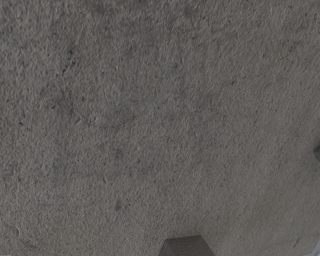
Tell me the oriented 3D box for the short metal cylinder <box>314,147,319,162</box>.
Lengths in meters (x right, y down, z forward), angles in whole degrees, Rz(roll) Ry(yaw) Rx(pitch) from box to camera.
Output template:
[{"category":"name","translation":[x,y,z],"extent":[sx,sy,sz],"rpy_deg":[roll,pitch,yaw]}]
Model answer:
[{"category":"short metal cylinder","translation":[0.350,0.058,0.599],"extent":[0.050,0.080,0.080],"rpy_deg":[-45,129,3]}]

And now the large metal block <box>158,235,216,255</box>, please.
[{"category":"large metal block","translation":[0.053,0.242,0.550],"extent":[0.081,0.080,0.050],"rpy_deg":[6,116,-31]}]
